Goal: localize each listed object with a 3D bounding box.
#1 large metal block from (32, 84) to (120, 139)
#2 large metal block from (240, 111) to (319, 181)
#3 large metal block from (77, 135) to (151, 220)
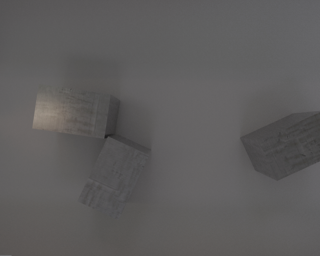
[{"bbox_3d":[-0.098,-0.019,0.383,0.080,0.080,0.050,8,90,0],"label":"large metal block"},{"bbox_3d":[0.157,0.019,0.385,0.080,0.080,0.050,-25,90,0],"label":"large metal block"},{"bbox_3d":[-0.052,0.055,0.383,0.050,0.080,0.080,25,90,0],"label":"large metal block"}]
